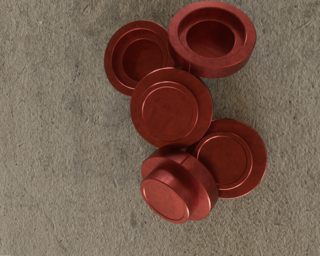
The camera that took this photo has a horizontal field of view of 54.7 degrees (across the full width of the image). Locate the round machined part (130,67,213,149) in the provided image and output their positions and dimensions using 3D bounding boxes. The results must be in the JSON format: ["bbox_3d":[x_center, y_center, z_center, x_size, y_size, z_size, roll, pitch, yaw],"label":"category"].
[{"bbox_3d":[0.012,-0.021,0.361,0.098,0.042,0.097,2,101,11],"label":"round machined part"}]

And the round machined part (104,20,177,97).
[{"bbox_3d":[-0.020,-0.087,0.407,0.098,0.042,0.097,0,90,19],"label":"round machined part"}]

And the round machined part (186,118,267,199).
[{"bbox_3d":[0.077,0.037,0.373,0.098,0.042,0.097,0,90,19],"label":"round machined part"}]

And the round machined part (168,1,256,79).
[{"bbox_3d":[0.059,-0.098,0.365,0.099,0.042,0.098,0,65,0],"label":"round machined part"}]

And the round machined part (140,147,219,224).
[{"bbox_3d":[0.016,0.074,0.368,0.098,0.042,0.097,24,136,26],"label":"round machined part"}]
